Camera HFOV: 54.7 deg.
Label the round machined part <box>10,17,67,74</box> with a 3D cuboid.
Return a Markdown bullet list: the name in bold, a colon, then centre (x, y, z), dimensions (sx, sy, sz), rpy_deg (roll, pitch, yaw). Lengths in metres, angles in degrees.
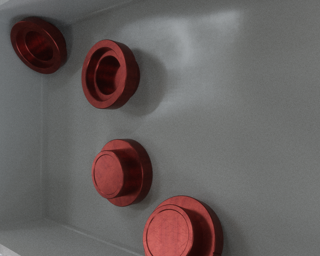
- **round machined part**: centre (-0.207, -0.148, 0.546), dimensions (0.098, 0.042, 0.097), rpy_deg (13, 133, 15)

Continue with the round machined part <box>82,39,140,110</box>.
- **round machined part**: centre (-0.068, -0.076, 0.452), dimensions (0.098, 0.042, 0.097), rpy_deg (0, 90, 40)

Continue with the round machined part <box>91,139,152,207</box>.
- **round machined part**: centre (-0.061, 0.065, 0.447), dimensions (0.098, 0.042, 0.097), rpy_deg (0, 90, 40)

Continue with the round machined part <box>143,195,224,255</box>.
- **round machined part**: centre (0.019, 0.126, 0.358), dimensions (0.098, 0.042, 0.098), rpy_deg (-18, 57, 30)
